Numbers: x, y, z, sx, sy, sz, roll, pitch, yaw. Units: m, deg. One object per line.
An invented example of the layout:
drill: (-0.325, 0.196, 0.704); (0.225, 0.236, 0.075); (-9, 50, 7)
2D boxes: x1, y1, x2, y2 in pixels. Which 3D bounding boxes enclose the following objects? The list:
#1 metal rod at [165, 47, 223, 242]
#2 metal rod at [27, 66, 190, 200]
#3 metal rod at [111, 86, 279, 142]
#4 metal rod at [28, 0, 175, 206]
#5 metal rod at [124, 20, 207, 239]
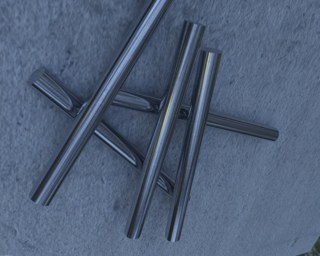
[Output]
metal rod: (0.039, 0.042, 0.422); (0.025, 0.025, 0.298); (-6, 122, -26)
metal rod: (-0.042, 0.030, 0.403); (0.025, 0.025, 0.300); (-43, 130, 1)
metal rod: (0.065, -0.014, 0.435); (0.302, 0.025, 0.025); (11, 113, -34)
metal rod: (-0.050, -0.050, 0.324); (0.025, 0.025, 0.299); (29, 94, -38)
metal rod: (-0.001, 0.020, 0.386); (0.025, 0.025, 0.298); (2, 118, -30)
